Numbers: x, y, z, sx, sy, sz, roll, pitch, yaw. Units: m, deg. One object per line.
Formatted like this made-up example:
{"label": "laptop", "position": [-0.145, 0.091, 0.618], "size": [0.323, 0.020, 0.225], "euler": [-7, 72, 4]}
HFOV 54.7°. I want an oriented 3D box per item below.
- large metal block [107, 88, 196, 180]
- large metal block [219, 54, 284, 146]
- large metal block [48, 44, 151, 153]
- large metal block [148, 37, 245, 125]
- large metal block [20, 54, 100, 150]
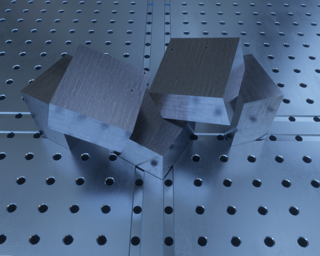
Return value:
{"label": "large metal block", "position": [-0.010, 0.004, 0.387], "size": [0.080, 0.050, 0.080], "euler": [26, 54, 19]}
{"label": "large metal block", "position": [0.106, -0.036, 0.404], "size": [0.050, 0.080, 0.080], "euler": [-13, 51, -11]}
{"label": "large metal block", "position": [-0.064, -0.030, 0.331], "size": [0.080, 0.050, 0.080], "euler": [20, 57, -10]}
{"label": "large metal block", "position": [0.044, -0.054, 0.347], "size": [0.080, 0.050, 0.080], "euler": [7, 62, 25]}
{"label": "large metal block", "position": [-0.118, -0.034, 0.398], "size": [0.050, 0.080, 0.080], "euler": [24, 54, 18]}
